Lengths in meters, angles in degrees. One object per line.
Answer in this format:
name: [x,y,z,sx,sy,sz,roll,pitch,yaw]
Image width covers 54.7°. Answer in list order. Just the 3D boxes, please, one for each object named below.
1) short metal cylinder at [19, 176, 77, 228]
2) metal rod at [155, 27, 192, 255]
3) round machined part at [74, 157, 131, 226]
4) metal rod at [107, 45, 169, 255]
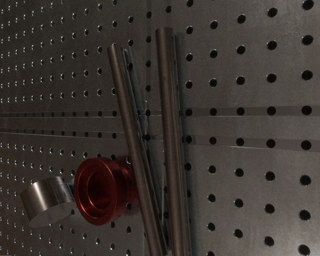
short metal cylinder: [-0.189,0.126,0.526,0.080,0.081,0.050,-47,63,30]
metal rod: [0.017,0.022,0.393,0.025,0.025,0.298,-7,85,39]
round machined part: [-0.083,0.092,0.464,0.098,0.042,0.097,0,90,39]
metal rod: [-0.034,0.025,0.434,0.025,0.025,0.299,-21,77,38]
